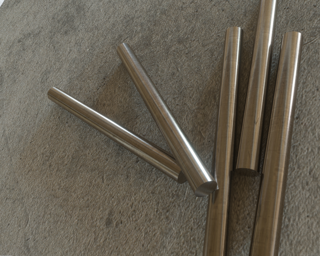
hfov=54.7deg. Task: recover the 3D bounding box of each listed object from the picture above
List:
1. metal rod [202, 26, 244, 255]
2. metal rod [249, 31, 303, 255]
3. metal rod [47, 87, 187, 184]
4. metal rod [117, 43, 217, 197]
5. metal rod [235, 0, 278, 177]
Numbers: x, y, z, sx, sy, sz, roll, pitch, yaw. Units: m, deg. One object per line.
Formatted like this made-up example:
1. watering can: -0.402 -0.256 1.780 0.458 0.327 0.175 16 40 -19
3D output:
1. metal rod: 0.078 0.000 0.363 0.025 0.025 0.300 -3 60 26
2. metal rod: 0.124 0.020 0.326 0.025 0.025 0.300 3 63 30
3. metal rod: -0.077 -0.003 0.446 0.300 0.025 0.025 28 77 37
4. metal rod: -0.007 -0.034 0.413 0.025 0.025 0.300 -34 47 6
5. metal rod: 0.127 -0.085 0.388 0.025 0.025 0.300 1 62 28
